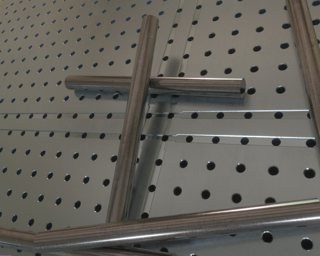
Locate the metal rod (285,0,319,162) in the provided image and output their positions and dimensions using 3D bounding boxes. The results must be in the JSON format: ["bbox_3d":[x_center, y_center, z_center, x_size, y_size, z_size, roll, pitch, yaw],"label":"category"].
[{"bbox_3d":[0.175,-0.062,0.354,0.025,0.025,0.299,-10,57,22],"label":"metal rod"}]

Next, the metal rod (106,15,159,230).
[{"bbox_3d":[-0.033,-0.021,0.412,0.025,0.025,0.299,-2,68,27],"label":"metal rod"}]

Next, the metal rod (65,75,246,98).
[{"bbox_3d":[-0.026,-0.064,0.459,0.300,0.025,0.025,6,65,30],"label":"metal rod"}]

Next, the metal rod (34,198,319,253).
[{"bbox_3d":[0.004,0.105,0.322,0.301,0.025,0.025,-11,57,15],"label":"metal rod"}]

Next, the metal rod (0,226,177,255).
[{"bbox_3d":[-0.121,0.146,0.380,0.301,0.025,0.025,-2,61,26],"label":"metal rod"}]
